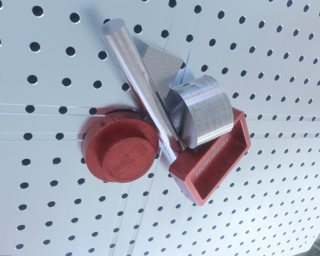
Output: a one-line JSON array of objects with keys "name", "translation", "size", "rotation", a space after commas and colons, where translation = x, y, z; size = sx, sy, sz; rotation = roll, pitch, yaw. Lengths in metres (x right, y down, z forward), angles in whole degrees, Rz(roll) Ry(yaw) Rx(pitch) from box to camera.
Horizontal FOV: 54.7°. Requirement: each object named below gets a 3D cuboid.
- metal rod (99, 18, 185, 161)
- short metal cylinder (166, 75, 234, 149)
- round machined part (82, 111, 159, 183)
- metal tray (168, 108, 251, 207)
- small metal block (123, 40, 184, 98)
[{"name": "metal rod", "translation": [0.004, -0.002, 0.392], "size": [0.025, 0.025, 0.299], "rotation": [-35, 137, -6]}, {"name": "short metal cylinder", "translation": [0.048, -0.021, 0.391], "size": [0.050, 0.080, 0.080], "rotation": [-23, 127, -15]}, {"name": "round machined part", "translation": [-0.045, 0.031, 0.395], "size": [0.099, 0.042, 0.097], "rotation": [-14, 125, -21]}, {"name": "metal tray", "translation": [0.078, 0.041, 0.450], "size": [0.130, 0.030, 0.090], "rotation": [-47, 139, -16]}, {"name": "small metal block", "translation": [-0.008, -0.069, 0.366], "size": [0.050, 0.025, 0.050], "rotation": [14, 111, -34]}]
